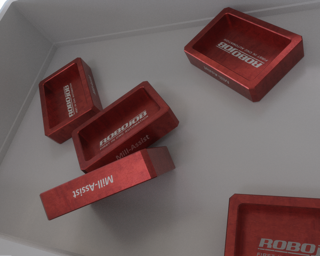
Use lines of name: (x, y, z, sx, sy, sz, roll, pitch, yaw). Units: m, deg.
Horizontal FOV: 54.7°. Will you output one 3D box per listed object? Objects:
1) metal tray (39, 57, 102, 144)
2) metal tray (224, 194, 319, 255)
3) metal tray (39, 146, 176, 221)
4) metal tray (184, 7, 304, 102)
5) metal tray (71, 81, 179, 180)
metal tray: (-0.149, -0.048, 0.510, 0.090, 0.030, 0.130, -30, 52, 8)
metal tray: (0.125, 0.108, 0.270, 0.130, 0.030, 0.090, -2, 60, 27)
metal tray: (-0.055, 0.060, 0.354, 0.130, 0.090, 0.030, -24, 82, 13)
metal tray: (0.106, -0.101, 0.408, 0.090, 0.030, 0.130, -45, 51, -3)
metal tray: (-0.050, 0.001, 0.410, 0.130, 0.030, 0.090, -35, 39, 0)
